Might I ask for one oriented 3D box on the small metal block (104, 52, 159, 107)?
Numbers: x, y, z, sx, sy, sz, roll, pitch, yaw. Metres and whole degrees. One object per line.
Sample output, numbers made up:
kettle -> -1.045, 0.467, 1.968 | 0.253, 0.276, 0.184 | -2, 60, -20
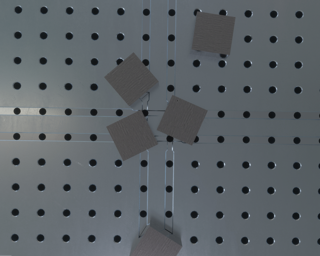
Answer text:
small metal block -> -0.037, -0.063, 0.413 | 0.050, 0.025, 0.050 | -40, 90, 0

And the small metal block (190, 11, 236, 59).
small metal block -> 0.069, -0.123, 0.414 | 0.050, 0.025, 0.050 | 8, 90, 0

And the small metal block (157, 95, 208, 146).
small metal block -> 0.029, -0.010, 0.414 | 0.050, 0.025, 0.050 | 24, 90, 0

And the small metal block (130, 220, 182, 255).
small metal block -> -0.006, 0.161, 0.413 | 0.050, 0.025, 0.050 | 32, 90, 0

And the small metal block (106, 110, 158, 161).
small metal block -> -0.036, 0.010, 0.413 | 0.050, 0.025, 0.050 | -26, 90, 0
